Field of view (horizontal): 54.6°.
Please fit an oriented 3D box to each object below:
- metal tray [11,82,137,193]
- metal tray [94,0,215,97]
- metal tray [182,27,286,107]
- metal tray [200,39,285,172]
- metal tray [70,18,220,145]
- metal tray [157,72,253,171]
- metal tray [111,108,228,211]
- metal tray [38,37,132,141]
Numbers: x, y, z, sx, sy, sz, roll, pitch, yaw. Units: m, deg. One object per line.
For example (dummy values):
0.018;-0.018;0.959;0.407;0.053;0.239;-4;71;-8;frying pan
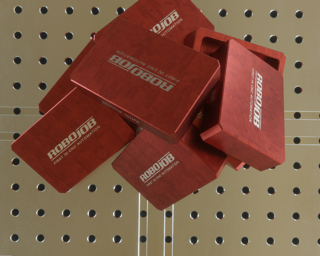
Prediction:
-0.105;0.011;0.388;0.130;0.030;0.090;-38;106;11;metal tray
-0.006;-0.114;0.392;0.130;0.030;0.090;-43;92;-14;metal tray
0.090;-0.063;0.389;0.131;0.030;0.090;10;90;-20;metal tray
0.097;-0.028;0.348;0.090;0.030;0.130;28;54;-20;metal tray
-0.015;-0.052;0.323;0.130;0.030;0.090;29;75;19;metal tray
0.050;-0.008;0.382;0.130;0.090;0.030;44;91;1;metal tray
0.005;0.041;0.367;0.090;0.129;0.030;43;48;-1;metal tray
-0.082;-0.049;0.410;0.090;0.030;0.130;39;90;0;metal tray
